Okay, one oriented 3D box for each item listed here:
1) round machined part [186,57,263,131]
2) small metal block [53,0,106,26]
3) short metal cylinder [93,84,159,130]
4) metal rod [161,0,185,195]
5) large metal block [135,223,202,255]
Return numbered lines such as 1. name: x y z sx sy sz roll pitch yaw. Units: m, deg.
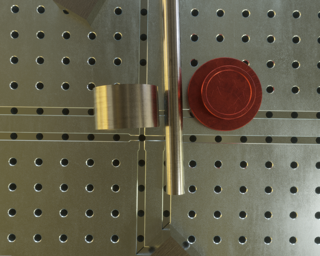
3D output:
1. round machined part: 0.086 -0.044 0.406 0.099 0.042 0.097 0 90 -1
2. small metal block: -0.104 -0.174 0.412 0.050 0.025 0.050 31 90 -1
3. short metal cylinder: -0.042 -0.025 0.385 0.081 0.080 0.050 -3 90 -1
4. metal rod: 0.017 -0.062 0.413 0.025 0.025 0.298 -2 90 -1
5. large metal block: 0.012 0.187 0.401 0.080 0.050 0.080 -44 91 0
